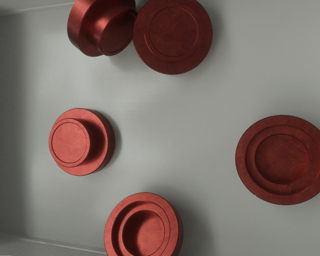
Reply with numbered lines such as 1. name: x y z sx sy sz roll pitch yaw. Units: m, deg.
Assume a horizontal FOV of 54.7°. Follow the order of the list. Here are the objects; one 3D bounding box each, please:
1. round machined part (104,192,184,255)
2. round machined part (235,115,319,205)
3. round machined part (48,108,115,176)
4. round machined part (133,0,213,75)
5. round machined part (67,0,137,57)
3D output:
1. round machined part: -0.017 0.135 0.393 0.098 0.042 0.098 -9 60 17
2. round machined part: 0.138 0.034 0.353 0.098 0.042 0.097 0 90 19
3. round machined part: -0.118 0.020 0.441 0.098 0.042 0.097 0 90 19
4. round machined part: 0.016 -0.114 0.378 0.099 0.042 0.097 0 99 0
5. round machined part: -0.065 -0.131 0.394 0.042 0.098 0.098 40 103 15
